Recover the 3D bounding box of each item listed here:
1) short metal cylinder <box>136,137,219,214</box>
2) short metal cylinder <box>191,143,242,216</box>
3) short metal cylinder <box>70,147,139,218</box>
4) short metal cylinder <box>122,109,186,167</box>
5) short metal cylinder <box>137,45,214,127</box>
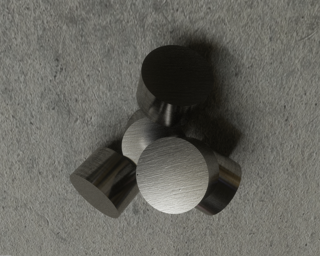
[{"bbox_3d":[0.021,0.050,0.345,0.080,0.050,0.080,-1,88,22],"label":"short metal cylinder"},{"bbox_3d":[0.060,0.067,0.406,0.050,0.080,0.080,33,107,-12],"label":"short metal cylinder"},{"bbox_3d":[-0.069,0.071,0.401,0.080,0.050,0.080,27,146,21],"label":"short metal cylinder"},{"bbox_3d":[-0.007,0.015,0.403,0.081,0.050,0.079,0,110,-1],"label":"short metal cylinder"},{"bbox_3d":[0.016,-0.048,0.357,0.080,0.080,0.050,13,153,-5],"label":"short metal cylinder"}]
